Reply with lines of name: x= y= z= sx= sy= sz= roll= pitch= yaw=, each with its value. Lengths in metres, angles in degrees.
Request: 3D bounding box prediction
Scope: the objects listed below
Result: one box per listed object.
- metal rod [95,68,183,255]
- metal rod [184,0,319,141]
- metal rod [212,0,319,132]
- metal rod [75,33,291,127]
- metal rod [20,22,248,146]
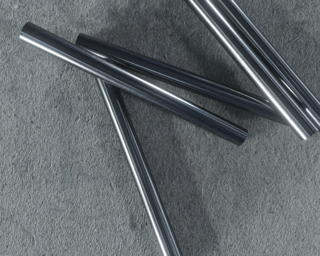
metal rod: x=-0.024 y=0.061 z=0.409 sx=0.025 sy=0.025 sz=0.299 roll=-21 pitch=90 yaw=0
metal rod: x=0.092 y=-0.109 z=0.395 sx=0.025 sy=0.025 sz=0.300 roll=-38 pitch=84 yaw=0
metal rod: x=0.138 y=-0.102 z=0.410 sx=0.025 sy=0.025 sz=0.300 roll=-40 pitch=90 yaw=0
metal rod: x=0.035 y=-0.063 z=0.409 sx=0.301 sy=0.025 sz=0.025 roll=19 pitch=90 yaw=0
metal rod: x=-0.025 y=-0.051 z=0.390 sx=0.301 sy=0.025 sz=0.025 roll=25 pitch=90 yaw=-8
